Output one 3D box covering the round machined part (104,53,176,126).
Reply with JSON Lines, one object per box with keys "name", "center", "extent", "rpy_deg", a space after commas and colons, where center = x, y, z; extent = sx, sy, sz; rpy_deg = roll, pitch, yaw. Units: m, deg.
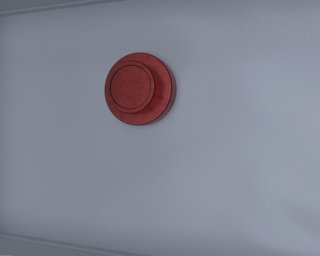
{"name": "round machined part", "center": [-0.031, -0.052, 0.412], "extent": [0.098, 0.042, 0.097], "rpy_deg": [0, 90, 19]}
